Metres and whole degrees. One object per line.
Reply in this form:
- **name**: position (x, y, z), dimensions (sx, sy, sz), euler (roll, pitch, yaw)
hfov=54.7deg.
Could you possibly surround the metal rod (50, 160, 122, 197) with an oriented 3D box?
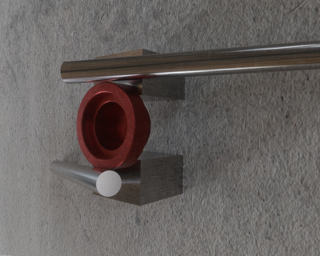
- **metal rod**: position (-0.118, 0.062, 0.429), dimensions (0.299, 0.025, 0.025), euler (-7, 85, 62)

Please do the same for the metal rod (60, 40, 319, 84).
- **metal rod**: position (0.040, -0.063, 0.302), dimensions (0.301, 0.025, 0.025), euler (0, 90, 17)

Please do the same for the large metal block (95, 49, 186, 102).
- **large metal block**: position (-0.024, -0.061, 0.388), dimensions (0.080, 0.081, 0.050), euler (2, 91, 39)

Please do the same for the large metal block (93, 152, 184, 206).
- **large metal block**: position (-0.026, 0.058, 0.390), dimensions (0.080, 0.081, 0.050), euler (2, 91, 39)

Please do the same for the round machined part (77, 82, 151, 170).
- **round machined part**: position (-0.049, -0.002, 0.357), dimensions (0.098, 0.042, 0.097), euler (0, 90, 39)
